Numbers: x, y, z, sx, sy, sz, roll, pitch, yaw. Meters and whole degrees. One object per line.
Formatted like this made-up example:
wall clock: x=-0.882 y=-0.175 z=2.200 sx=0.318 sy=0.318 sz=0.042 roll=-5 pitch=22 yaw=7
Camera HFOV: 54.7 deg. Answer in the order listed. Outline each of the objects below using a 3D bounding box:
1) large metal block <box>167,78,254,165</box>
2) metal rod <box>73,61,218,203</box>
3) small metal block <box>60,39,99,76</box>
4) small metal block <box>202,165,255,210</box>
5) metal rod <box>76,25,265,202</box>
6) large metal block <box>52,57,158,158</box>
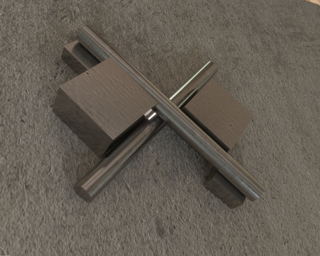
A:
large metal block: x=0.071 y=-0.010 z=0.434 sx=0.080 sy=0.050 sz=0.080 roll=43 pitch=51 yaw=1
metal rod: x=0.002 y=-0.015 z=0.416 sx=0.025 sy=0.025 sz=0.302 roll=43 pitch=51 yaw=1
small metal block: x=-0.094 y=-0.092 z=0.412 sx=0.050 sy=0.025 sz=0.050 roll=45 pitch=51 yaw=2
small metal block: x=0.092 y=0.070 z=0.412 sx=0.050 sy=0.025 sz=0.050 roll=40 pitch=51 yaw=-1
metal rod: x=0.012 y=-0.019 z=0.391 sx=0.300 sy=0.025 sz=0.025 roll=43 pitch=51 yaw=1
large metal block: x=-0.065 y=-0.025 z=0.367 sx=0.080 sy=0.050 sz=0.080 roll=45 pitch=51 yaw=3
